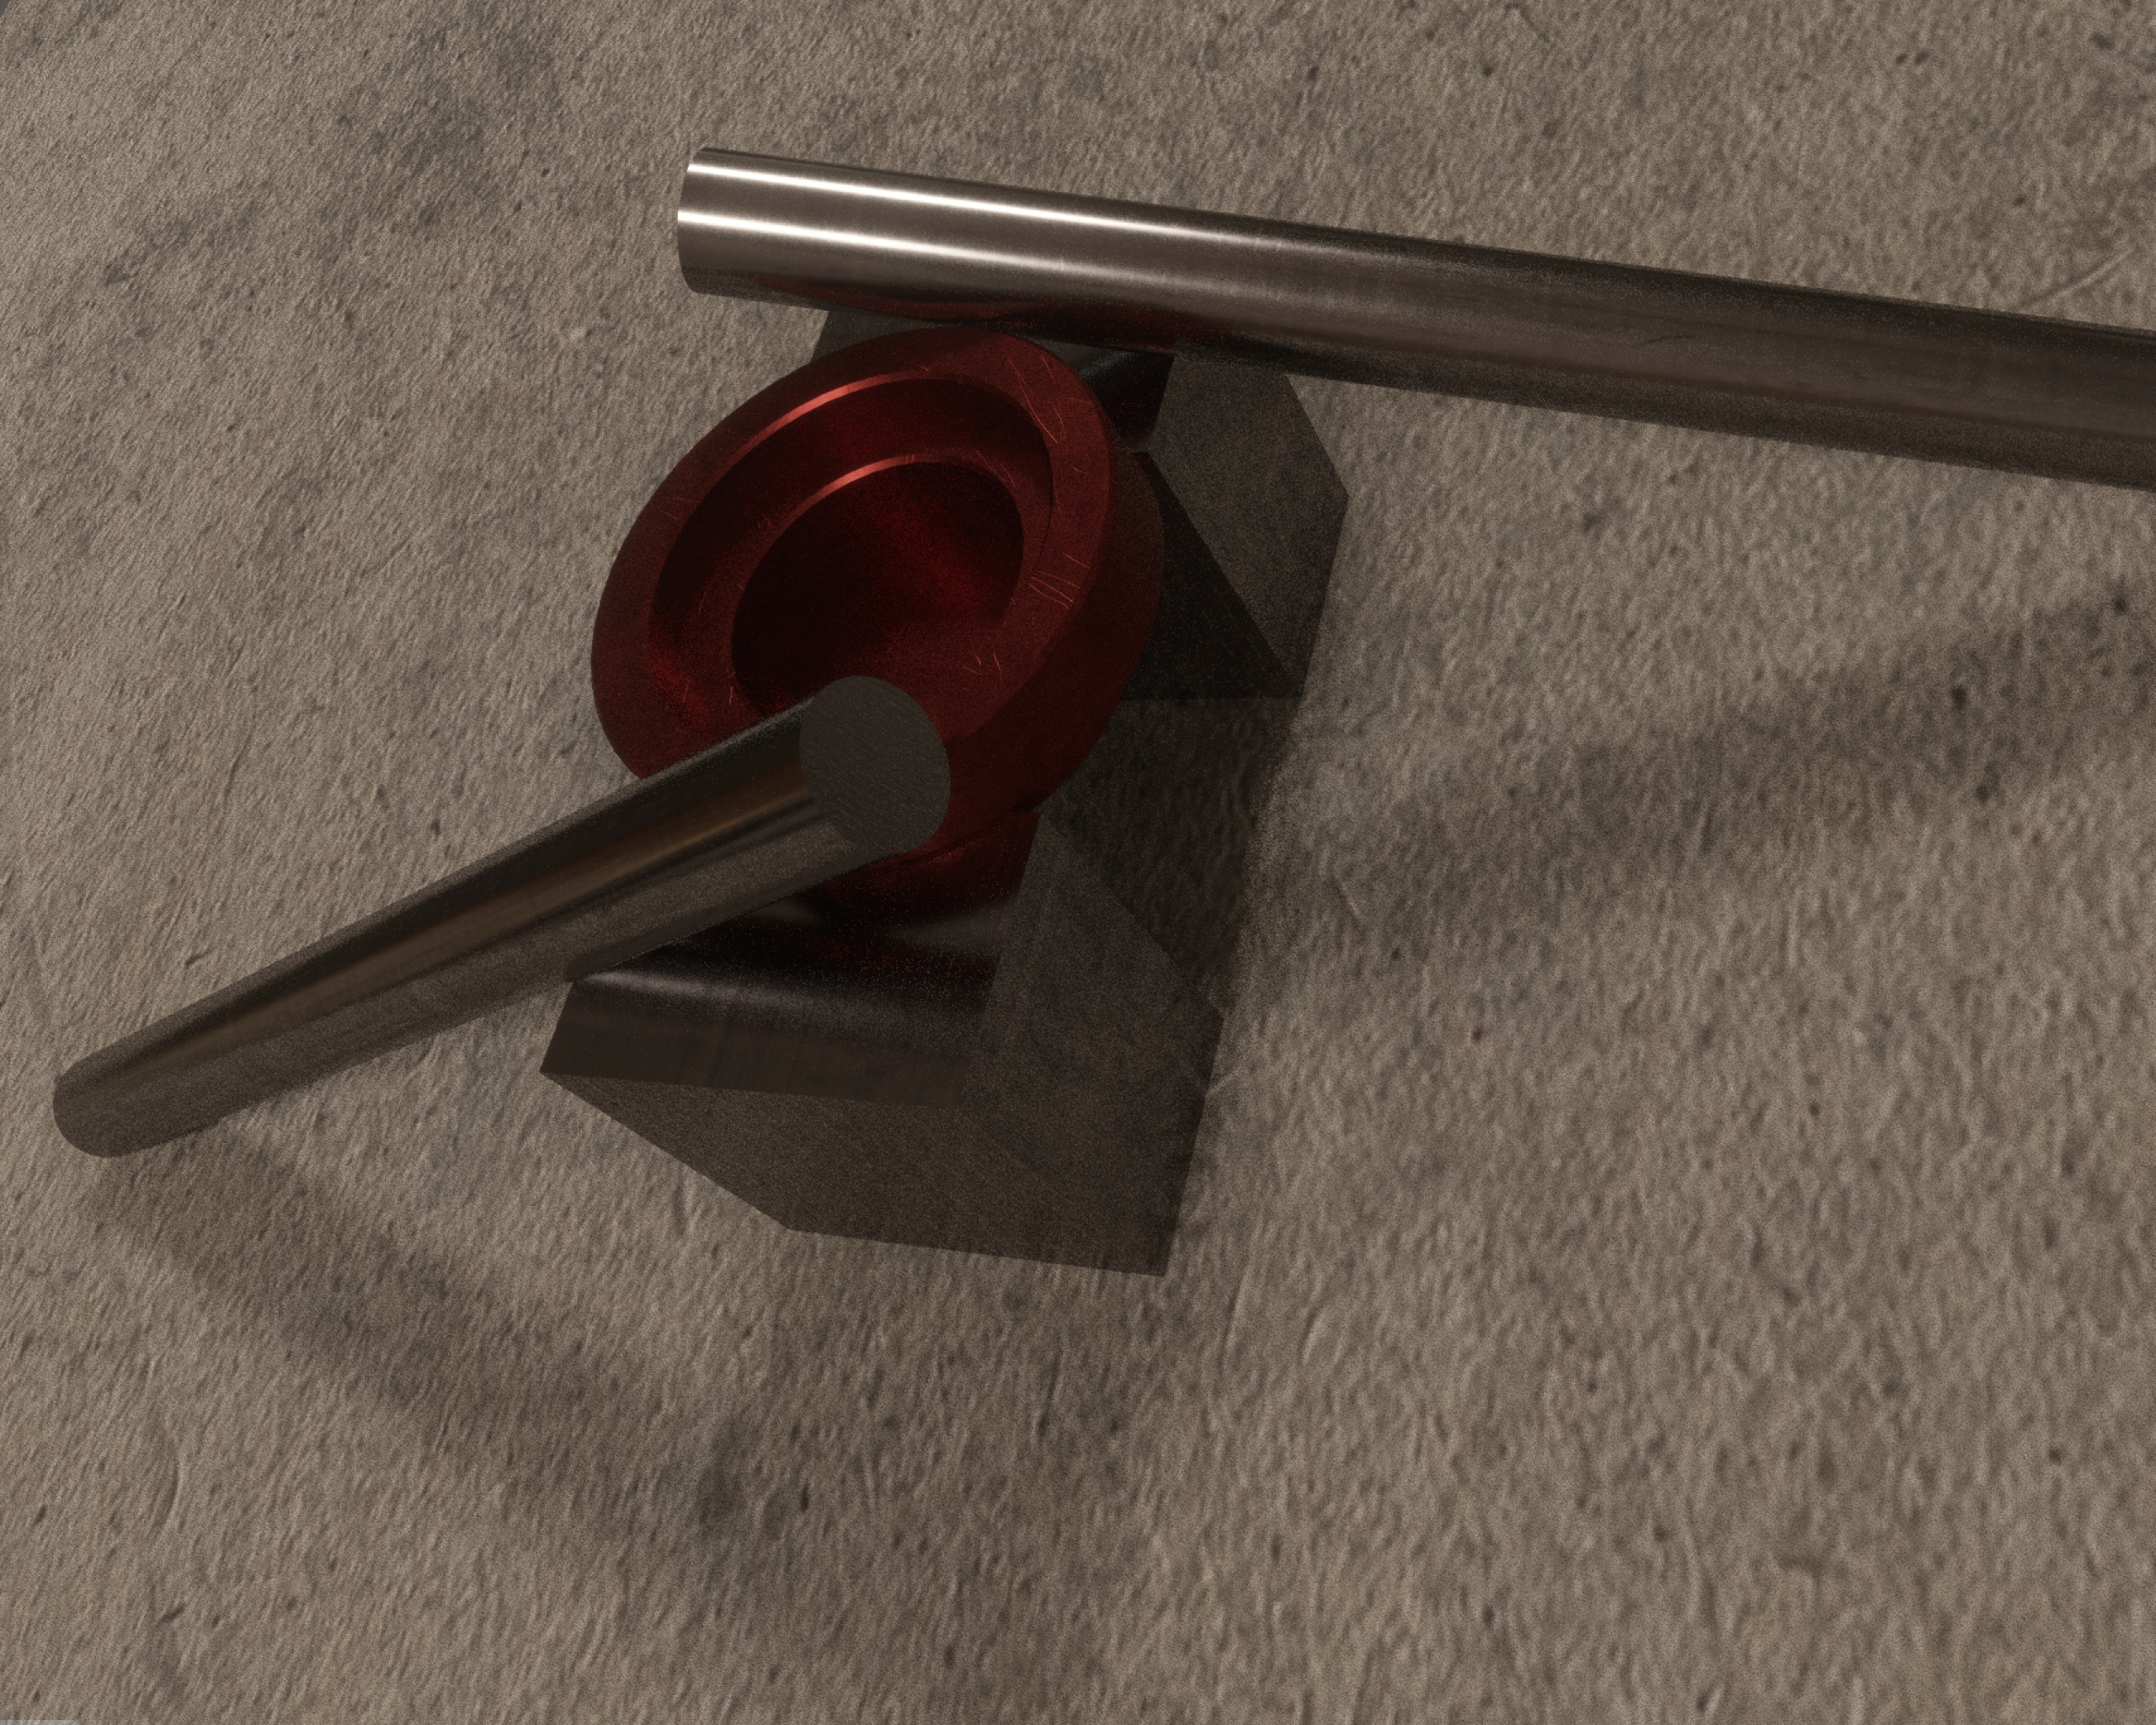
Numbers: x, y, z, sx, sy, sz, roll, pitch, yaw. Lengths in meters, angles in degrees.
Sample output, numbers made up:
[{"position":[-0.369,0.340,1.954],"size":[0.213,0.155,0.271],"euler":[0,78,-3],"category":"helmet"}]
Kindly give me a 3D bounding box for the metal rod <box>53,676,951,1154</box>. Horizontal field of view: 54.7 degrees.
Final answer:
[{"position":[-0.127,0.022,0.386],"size":[0.299,0.025,0.025],"euler":[-19,51,45],"category":"metal rod"}]

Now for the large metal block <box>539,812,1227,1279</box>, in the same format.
[{"position":[-0.030,0.032,0.365],"size":[0.080,0.080,0.050],"euler":[1,63,28],"category":"large metal block"}]

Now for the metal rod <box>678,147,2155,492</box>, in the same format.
[{"position":[0.081,-0.088,0.347],"size":[0.302,0.025,0.025],"euler":[10,65,8],"category":"metal rod"}]

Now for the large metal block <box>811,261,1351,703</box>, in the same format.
[{"position":[-0.001,-0.074,0.414],"size":[0.080,0.080,0.050],"euler":[1,63,28],"category":"large metal block"}]

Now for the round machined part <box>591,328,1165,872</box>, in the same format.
[{"position":[-0.030,-0.040,0.358],"size":[0.098,0.042,0.098],"euler":[-13,56,20],"category":"round machined part"}]
